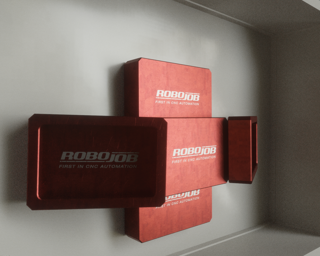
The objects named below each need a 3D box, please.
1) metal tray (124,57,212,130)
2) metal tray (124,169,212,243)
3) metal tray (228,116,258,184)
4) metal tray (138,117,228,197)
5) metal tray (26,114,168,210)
[{"bbox_3d":[0.015,-0.039,0.412,0.131,0.030,0.089,-1,91,-40],"label":"metal tray"},{"bbox_3d":[0.015,0.090,0.413,0.131,0.030,0.089,-1,91,-40],"label":"metal tray"},{"bbox_3d":[0.128,0.027,0.467,0.130,0.030,0.089,-6,95,-69],"label":"metal tray"},{"bbox_3d":[0.034,0.032,0.391,0.131,0.030,0.089,-2,91,-40],"label":"metal tray"},{"bbox_3d":[-0.060,0.033,0.311,0.131,0.030,0.089,1,90,-11],"label":"metal tray"}]
